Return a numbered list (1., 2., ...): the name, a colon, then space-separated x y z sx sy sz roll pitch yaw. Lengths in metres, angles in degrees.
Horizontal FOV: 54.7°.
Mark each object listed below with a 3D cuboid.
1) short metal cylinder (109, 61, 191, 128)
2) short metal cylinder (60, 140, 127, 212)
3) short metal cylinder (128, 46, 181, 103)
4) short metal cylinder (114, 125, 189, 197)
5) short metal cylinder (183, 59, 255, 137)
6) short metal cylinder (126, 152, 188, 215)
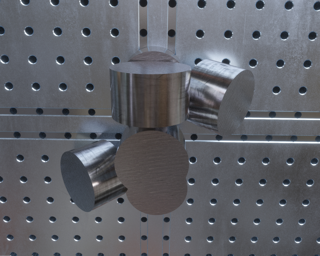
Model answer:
1. short metal cylinder: -0.010 -0.037 0.315 0.081 0.080 0.050 0 110 0
2. short metal cylinder: -0.085 0.060 0.399 0.050 0.080 0.079 -20 117 -40
3. short metal cylinder: -0.008 -0.056 0.379 0.081 0.050 0.079 0 111 0
4. short metal cylinder: -0.009 0.031 0.357 0.081 0.050 0.079 0 110 0
5. short metal cylinder: 0.068 -0.036 0.364 0.050 0.081 0.079 25 114 34
6. short metal cylinder: -0.005 0.071 0.425 0.081 0.050 0.079 0 111 -1
